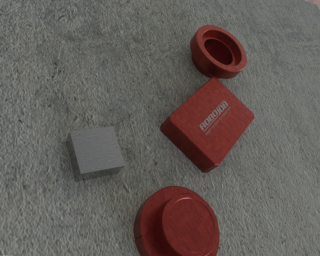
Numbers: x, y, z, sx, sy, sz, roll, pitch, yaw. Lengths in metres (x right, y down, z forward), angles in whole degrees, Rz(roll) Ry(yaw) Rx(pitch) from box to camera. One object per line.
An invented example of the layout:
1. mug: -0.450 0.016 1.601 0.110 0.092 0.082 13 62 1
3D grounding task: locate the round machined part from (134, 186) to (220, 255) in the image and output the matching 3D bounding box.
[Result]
1. round machined part: 0.025 0.110 0.340 0.099 0.042 0.098 14 56 -21

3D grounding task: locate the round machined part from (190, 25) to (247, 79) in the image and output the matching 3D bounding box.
1. round machined part: 0.093 -0.122 0.519 0.099 0.042 0.098 14 56 -21

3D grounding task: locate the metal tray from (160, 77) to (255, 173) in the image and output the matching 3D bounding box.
1. metal tray: 0.073 -0.009 0.447 0.090 0.030 0.131 45 51 3

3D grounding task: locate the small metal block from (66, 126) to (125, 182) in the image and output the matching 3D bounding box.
1. small metal block: -0.073 0.028 0.348 0.050 0.025 0.050 -7 65 -32
